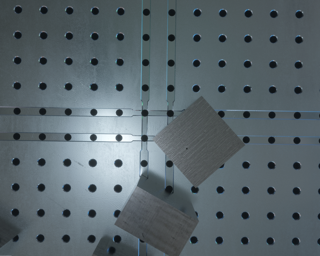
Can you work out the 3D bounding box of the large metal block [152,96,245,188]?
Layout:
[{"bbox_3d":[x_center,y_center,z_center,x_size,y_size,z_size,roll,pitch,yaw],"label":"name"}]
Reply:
[{"bbox_3d":[0.047,0.017,0.401,0.080,0.050,0.080,-41,90,0],"label":"large metal block"}]

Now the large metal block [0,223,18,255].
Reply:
[{"bbox_3d":[-0.250,0.158,0.399,0.080,0.050,0.080,33,90,0],"label":"large metal block"}]

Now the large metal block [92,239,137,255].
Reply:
[{"bbox_3d":[-0.062,0.205,0.401,0.080,0.050,0.080,25,90,0],"label":"large metal block"}]

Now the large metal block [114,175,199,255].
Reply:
[{"bbox_3d":[-0.004,0.106,0.386,0.080,0.080,0.050,30,90,0],"label":"large metal block"}]
